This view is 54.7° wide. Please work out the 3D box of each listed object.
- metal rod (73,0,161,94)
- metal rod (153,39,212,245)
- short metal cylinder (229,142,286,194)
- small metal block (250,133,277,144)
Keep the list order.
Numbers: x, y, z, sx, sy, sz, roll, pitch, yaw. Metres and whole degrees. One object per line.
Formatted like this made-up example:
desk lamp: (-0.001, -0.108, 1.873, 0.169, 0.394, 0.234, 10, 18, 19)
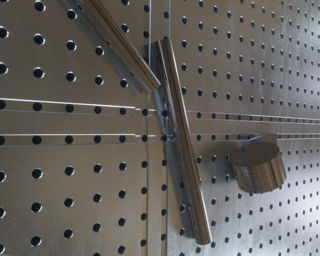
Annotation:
metal rod: (-0.092, -0.156, 0.332, 0.300, 0.025, 0.025, 51, 60, -28)
metal rod: (0.035, 0.027, 0.440, 0.025, 0.025, 0.298, -21, 104, -38)
short metal cylinder: (0.162, 0.064, 0.512, 0.081, 0.080, 0.050, -34, 111, -35)
small metal block: (0.193, 0.037, 0.575, 0.050, 0.025, 0.050, -7, 94, -40)
